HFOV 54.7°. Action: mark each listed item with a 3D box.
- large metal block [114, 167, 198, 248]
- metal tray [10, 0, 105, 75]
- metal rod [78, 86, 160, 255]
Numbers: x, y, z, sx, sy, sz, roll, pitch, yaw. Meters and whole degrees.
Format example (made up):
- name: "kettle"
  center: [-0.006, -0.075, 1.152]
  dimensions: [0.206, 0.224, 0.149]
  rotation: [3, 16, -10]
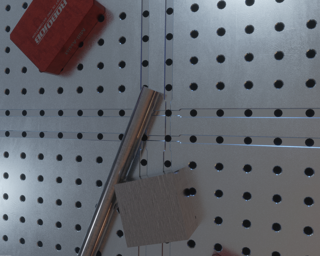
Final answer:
- name: "large metal block"
  center: [-0.004, 0.101, 0.400]
  dimensions: [0.080, 0.050, 0.080]
  rotation: [-15, 85, 19]
- name: "metal tray"
  center: [-0.155, -0.157, 0.463]
  dimensions: [0.090, 0.030, 0.130]
  rotation: [44, 103, 14]
- name: "metal rod"
  center: [-0.066, 0.085, 0.434]
  dimensions: [0.025, 0.025, 0.298]
  rotation: [24, 98, 18]
